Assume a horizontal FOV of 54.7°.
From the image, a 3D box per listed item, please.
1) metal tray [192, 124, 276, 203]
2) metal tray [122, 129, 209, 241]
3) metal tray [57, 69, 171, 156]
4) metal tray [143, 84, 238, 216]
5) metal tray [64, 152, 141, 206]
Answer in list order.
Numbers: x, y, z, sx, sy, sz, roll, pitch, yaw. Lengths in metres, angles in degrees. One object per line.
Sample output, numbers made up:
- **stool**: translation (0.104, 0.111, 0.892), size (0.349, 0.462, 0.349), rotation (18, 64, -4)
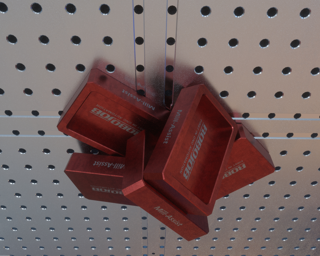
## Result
- **metal tray**: translation (0.089, 0.059, 0.458), size (0.130, 0.030, 0.090), rotation (-34, 123, 25)
- **metal tray**: translation (0.010, 0.073, 0.391), size (0.030, 0.090, 0.130), rotation (-31, 124, 23)
- **metal tray**: translation (-0.053, -0.007, 0.402), size (0.131, 0.030, 0.090), rotation (29, 124, -23)
- **metal tray**: translation (0.042, 0.024, 0.365), size (0.030, 0.130, 0.090), rotation (-9, 136, 45)
- **metal tray**: translation (-0.058, 0.077, 0.441), size (0.131, 0.030, 0.090), rotation (4, 143, 15)
